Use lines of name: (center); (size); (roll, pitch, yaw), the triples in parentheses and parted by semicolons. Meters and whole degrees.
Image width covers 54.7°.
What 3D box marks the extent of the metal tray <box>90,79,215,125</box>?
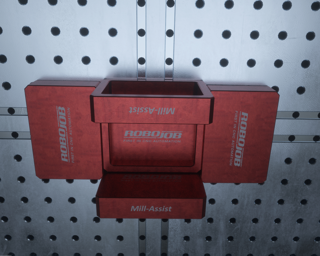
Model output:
metal tray: (-0.008, -0.034, 0.366); (0.131, 0.090, 0.030); (1, 110, -1)

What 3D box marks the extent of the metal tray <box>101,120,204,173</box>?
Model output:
metal tray: (-0.010, 0.013, 0.413); (0.131, 0.030, 0.089); (1, 110, -1)

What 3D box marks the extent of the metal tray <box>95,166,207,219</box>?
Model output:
metal tray: (-0.011, 0.079, 0.406); (0.131, 0.090, 0.030); (1, 110, -1)

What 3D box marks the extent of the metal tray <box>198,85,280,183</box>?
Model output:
metal tray: (0.101, 0.010, 0.414); (0.091, 0.030, 0.129); (1, 110, -2)

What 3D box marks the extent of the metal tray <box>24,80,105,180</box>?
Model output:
metal tray: (-0.121, 0.004, 0.410); (0.091, 0.030, 0.129); (1, 110, -1)
